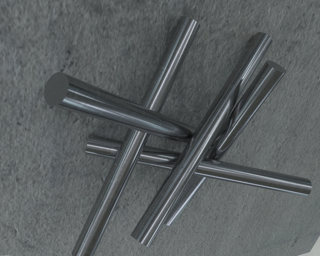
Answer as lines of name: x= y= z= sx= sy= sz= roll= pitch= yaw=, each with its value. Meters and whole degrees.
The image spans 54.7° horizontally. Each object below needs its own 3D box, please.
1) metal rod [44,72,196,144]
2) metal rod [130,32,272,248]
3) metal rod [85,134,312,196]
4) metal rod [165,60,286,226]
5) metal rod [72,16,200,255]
metal rod: x=0.004 y=-0.001 z=0.345 sx=0.025 sy=0.025 sz=0.301 roll=-55 pitch=149 yaw=11
metal rod: x=0.058 y=0.003 z=0.376 sx=0.025 sy=0.025 sz=0.300 roll=46 pitch=71 yaw=-40
metal rod: x=0.057 y=0.051 z=0.402 sx=0.302 sy=0.025 sz=0.025 roll=12 pitch=114 yaw=-11
metal rod: x=0.071 y=0.041 z=0.428 sx=0.025 sy=0.025 sz=0.298 roll=5 pitch=130 yaw=-31
metal rod: x=-0.028 y=0.014 z=0.358 sx=0.025 sy=0.025 sz=0.299 roll=24 pitch=92 yaw=-37
